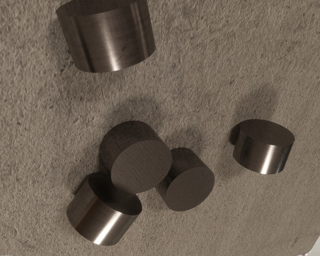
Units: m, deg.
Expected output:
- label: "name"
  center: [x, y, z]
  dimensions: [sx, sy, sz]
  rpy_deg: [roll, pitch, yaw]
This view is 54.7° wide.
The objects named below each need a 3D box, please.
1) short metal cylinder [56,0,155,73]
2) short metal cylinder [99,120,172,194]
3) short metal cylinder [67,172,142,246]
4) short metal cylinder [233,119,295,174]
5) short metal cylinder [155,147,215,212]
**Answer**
- label: "short metal cylinder"
  center: [-0.048, -0.093, 0.289]
  dimensions: [0.081, 0.080, 0.050]
  rpy_deg: [-23, 127, -15]
- label: "short metal cylinder"
  center: [-0.032, 0.037, 0.398]
  dimensions: [0.081, 0.050, 0.079]
  rpy_deg: [-14, 125, -21]
- label: "short metal cylinder"
  center: [-0.070, 0.102, 0.397]
  dimensions: [0.080, 0.080, 0.050]
  rpy_deg: [27, 103, -38]
- label: "short metal cylinder"
  center: [0.158, 0.027, 0.477]
  dimensions: [0.081, 0.080, 0.050]
  rpy_deg: [-7, 122, -25]
- label: "short metal cylinder"
  center: [0.033, 0.076, 0.457]
  dimensions: [0.081, 0.050, 0.079]
  rpy_deg: [-14, 125, -21]
